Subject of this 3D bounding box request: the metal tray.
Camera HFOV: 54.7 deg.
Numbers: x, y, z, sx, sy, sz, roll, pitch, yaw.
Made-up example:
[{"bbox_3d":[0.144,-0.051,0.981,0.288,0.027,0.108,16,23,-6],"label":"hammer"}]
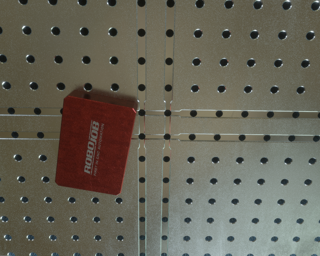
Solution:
[{"bbox_3d":[-0.086,0.022,0.418,0.091,0.030,0.129,11,110,-5],"label":"metal tray"}]
